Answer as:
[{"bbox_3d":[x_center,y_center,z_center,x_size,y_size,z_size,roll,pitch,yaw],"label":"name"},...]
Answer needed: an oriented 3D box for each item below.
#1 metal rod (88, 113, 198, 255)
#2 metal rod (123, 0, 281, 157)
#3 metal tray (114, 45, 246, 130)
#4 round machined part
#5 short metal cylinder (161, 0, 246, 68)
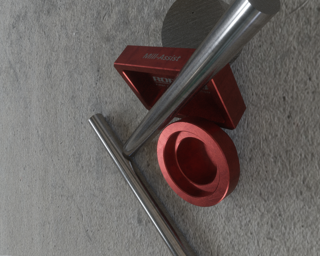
[{"bbox_3d":[-0.019,0.092,0.420,0.300,0.025,0.025,52,120,27],"label":"metal rod"},{"bbox_3d":[0.010,-0.024,0.311,0.299,0.025,0.025,-47,59,61],"label":"metal rod"},{"bbox_3d":[0.021,-0.046,0.345,0.130,0.090,0.030,15,64,39],"label":"metal tray"},{"bbox_3d":[0.046,0.034,0.344,0.098,0.042,0.097,20,120,40],"label":"round machined part"},{"bbox_3d":[0.048,-0.106,0.349,0.080,0.050,0.080,0,90,40],"label":"short metal cylinder"}]
